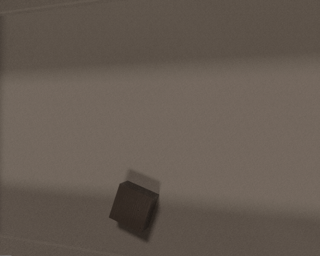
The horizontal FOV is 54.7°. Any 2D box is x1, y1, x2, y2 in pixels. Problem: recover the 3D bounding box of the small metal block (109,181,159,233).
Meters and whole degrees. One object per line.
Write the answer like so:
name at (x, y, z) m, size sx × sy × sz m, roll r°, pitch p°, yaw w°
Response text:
small metal block at (-0.035, 0.106, 0.422) m, size 0.050 × 0.025 × 0.050 m, roll 20°, pitch 97°, yaw 18°
